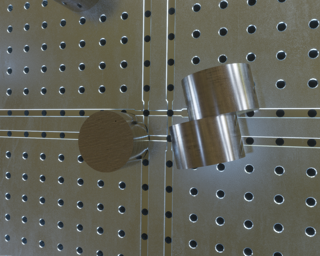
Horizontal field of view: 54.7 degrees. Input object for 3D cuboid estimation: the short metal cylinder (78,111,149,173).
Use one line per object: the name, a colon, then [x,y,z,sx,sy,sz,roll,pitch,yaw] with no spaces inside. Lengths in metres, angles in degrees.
short metal cylinder: [-0.062,0.017,0.421,0.080,0.050,0.079,0,90,20]

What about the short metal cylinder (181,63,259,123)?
short metal cylinder: [0.069,-0.038,0.359,0.080,0.080,0.050,-12,86,19]

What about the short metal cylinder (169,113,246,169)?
short metal cylinder: [0.055,0.016,0.364,0.080,0.080,0.050,-12,86,19]

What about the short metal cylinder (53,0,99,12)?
short metal cylinder: [-0.127,-0.215,0.444,0.080,0.050,0.079,0,90,20]
